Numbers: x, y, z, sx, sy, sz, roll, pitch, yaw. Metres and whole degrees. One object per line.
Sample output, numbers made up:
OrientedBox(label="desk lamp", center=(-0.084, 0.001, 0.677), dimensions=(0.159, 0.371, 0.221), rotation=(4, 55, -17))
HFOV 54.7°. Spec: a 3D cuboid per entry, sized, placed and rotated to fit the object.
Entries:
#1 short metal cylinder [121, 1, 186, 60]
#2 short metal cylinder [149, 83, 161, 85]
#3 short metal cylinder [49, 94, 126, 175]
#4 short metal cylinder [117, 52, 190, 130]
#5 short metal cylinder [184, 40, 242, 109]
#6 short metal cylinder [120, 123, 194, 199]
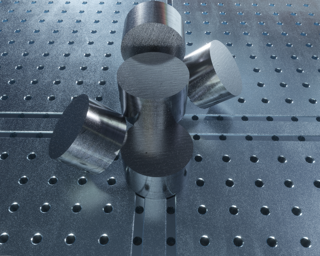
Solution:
OrientedBox(label="short metal cylinder", center=(-0.008, -0.114, 0.401), dimensions=(0.081, 0.080, 0.050), rotation=(0, 50, 0))
OrientedBox(label="short metal cylinder", center=(-0.006, -0.069, 0.449), dimensions=(0.081, 0.050, 0.080), rotation=(0, 51, 0))
OrientedBox(label="short metal cylinder", center=(-0.084, 0.008, 0.357), dimensions=(0.050, 0.080, 0.080), rotation=(31, 40, -33))
OrientedBox(label="short metal cylinder", center=(-0.008, -0.044, 0.362), dimensions=(0.081, 0.050, 0.080), rotation=(0, 50, 0))
OrientedBox(label="short metal cylinder", center=(0.070, -0.072, 0.424), dimensions=(0.050, 0.080, 0.080), rotation=(-22, 39, 36))
OrientedBox(label="short metal cylinder", center=(-0.003, 0.035, 0.361), dimensions=(0.081, 0.050, 0.080), rotation=(0, 51, 0))
